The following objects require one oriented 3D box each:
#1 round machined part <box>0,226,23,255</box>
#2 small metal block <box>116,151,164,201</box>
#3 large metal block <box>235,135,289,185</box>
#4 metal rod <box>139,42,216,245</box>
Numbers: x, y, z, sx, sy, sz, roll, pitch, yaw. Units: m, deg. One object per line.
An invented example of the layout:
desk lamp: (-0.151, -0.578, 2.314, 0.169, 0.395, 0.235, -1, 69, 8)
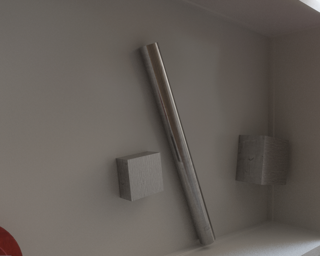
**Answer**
round machined part: (-0.160, 0.124, 0.248, 0.099, 0.042, 0.098, 14, 67, -37)
small metal block: (-0.025, 0.059, 0.388, 0.050, 0.025, 0.050, -9, 96, -40)
large metal block: (0.181, 0.057, 0.546, 0.081, 0.050, 0.080, 10, 84, -40)
metal rod: (0.029, 0.032, 0.432, 0.025, 0.025, 0.298, -28, 108, -37)
